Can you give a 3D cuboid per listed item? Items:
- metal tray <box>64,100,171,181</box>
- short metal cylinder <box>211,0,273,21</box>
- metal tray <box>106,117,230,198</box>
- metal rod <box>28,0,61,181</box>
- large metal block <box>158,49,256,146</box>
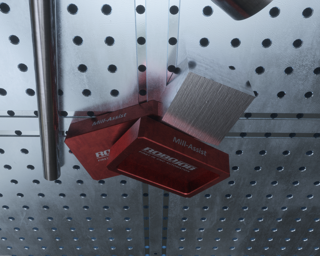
[{"bbox_3d":[-0.050,0.021,0.426,0.130,0.030,0.090,-15,129,12],"label":"metal tray"},{"bbox_3d":[0.071,-0.139,0.258,0.050,0.080,0.080,30,124,-23],"label":"short metal cylinder"},{"bbox_3d":[0.011,0.043,0.391,0.131,0.030,0.090,24,139,-23],"label":"metal tray"},{"bbox_3d":[-0.136,-0.041,0.374,0.025,0.025,0.298,8,130,-7],"label":"metal rod"},{"bbox_3d":[0.051,-0.034,0.367,0.081,0.050,0.079,18,128,-15],"label":"large metal block"}]
